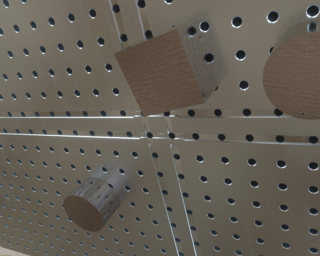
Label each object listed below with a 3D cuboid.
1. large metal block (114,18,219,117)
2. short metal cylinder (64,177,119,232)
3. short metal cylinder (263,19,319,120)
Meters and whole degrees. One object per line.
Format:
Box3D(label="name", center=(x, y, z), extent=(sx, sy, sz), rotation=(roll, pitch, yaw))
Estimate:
Box3D(label="large metal block", center=(0.009, -0.066, 0.350), extent=(0.080, 0.050, 0.080), rotation=(-12, 113, 33))
Box3D(label="short metal cylinder", center=(-0.119, 0.133, 0.540), extent=(0.080, 0.050, 0.079), rotation=(13, 124, 21))
Box3D(label="short metal cylinder", center=(0.141, -0.054, 0.287), extent=(0.080, 0.050, 0.079), rotation=(13, 124, 21))
